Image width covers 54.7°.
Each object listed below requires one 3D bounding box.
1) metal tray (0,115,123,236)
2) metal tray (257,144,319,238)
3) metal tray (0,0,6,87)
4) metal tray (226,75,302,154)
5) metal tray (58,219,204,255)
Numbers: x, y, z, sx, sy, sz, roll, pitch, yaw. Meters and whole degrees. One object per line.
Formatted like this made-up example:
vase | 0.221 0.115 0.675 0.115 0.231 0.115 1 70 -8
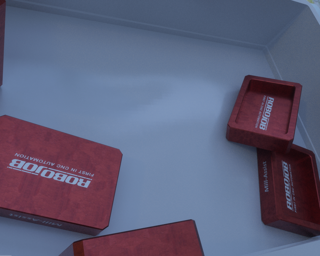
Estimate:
metal tray | -0.110 0.049 0.313 0.131 0.030 0.090 19 54 -17
metal tray | 0.191 0.083 0.453 0.091 0.030 0.130 20 54 -17
metal tray | -0.196 -0.089 0.287 0.090 0.129 0.030 31 52 -9
metal tray | 0.162 -0.026 0.477 0.090 0.030 0.130 14 49 18
metal tray | -0.035 0.110 0.252 0.091 0.129 0.030 -1 62 -29
